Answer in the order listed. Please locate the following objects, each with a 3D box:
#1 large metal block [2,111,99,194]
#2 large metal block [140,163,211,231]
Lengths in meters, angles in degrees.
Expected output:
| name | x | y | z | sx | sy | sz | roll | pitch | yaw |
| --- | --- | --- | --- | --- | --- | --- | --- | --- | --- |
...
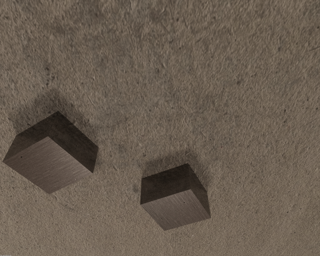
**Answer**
| name | x | y | z | sx | sy | sz | roll | pitch | yaw |
| --- | --- | --- | --- | --- | --- | --- | --- | --- | --- |
| large metal block | -0.144 | 0.035 | 0.419 | 0.080 | 0.050 | 0.080 | -26 | 126 | 20 |
| large metal block | 0.025 | 0.110 | 0.485 | 0.080 | 0.050 | 0.080 | -21 | 127 | 16 |
